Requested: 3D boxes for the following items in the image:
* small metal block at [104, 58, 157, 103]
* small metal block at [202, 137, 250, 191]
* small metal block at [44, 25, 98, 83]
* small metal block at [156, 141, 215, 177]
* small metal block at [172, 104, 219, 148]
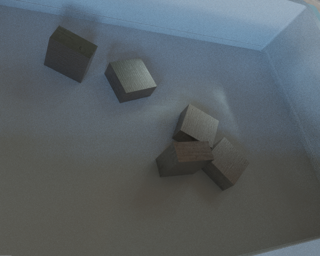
[{"bbox_3d":[-0.040,-0.066,0.426,0.050,0.025,0.050,-18,71,-35],"label":"small metal block"},{"bbox_3d":[0.088,0.049,0.425,0.050,0.025,0.050,46,51,3],"label":"small metal block"},{"bbox_3d":[-0.112,-0.090,0.385,0.050,0.050,0.025,27,52,-12],"label":"small metal block"},{"bbox_3d":[0.030,0.039,0.384,0.050,0.050,0.025,0,62,-29],"label":"small metal block"},{"bbox_3d":[0.050,0.002,0.433,0.050,0.025,0.050,29,52,-10],"label":"small metal block"}]
